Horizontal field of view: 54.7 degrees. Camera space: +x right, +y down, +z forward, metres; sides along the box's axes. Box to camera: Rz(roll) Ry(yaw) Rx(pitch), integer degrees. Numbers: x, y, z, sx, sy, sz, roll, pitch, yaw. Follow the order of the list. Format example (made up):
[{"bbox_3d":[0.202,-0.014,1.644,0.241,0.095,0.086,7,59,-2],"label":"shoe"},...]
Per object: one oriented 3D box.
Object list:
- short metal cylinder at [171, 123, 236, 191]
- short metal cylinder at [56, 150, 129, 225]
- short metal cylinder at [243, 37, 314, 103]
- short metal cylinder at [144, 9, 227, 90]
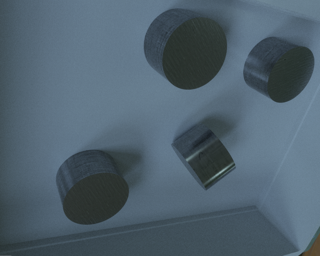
[{"bbox_3d":[0.060,0.040,0.432,0.050,0.080,0.080,-36,130,-5],"label":"short metal cylinder"},{"bbox_3d":[-0.086,0.075,0.393,0.081,0.050,0.079,-14,125,-21],"label":"short metal cylinder"},{"bbox_3d":[0.166,-0.082,0.435,0.081,0.050,0.079,-14,125,-21],"label":"short metal cylinder"},{"bbox_3d":[0.028,-0.090,0.354,0.081,0.050,0.079,-14,125,-21],"label":"short metal cylinder"}]
